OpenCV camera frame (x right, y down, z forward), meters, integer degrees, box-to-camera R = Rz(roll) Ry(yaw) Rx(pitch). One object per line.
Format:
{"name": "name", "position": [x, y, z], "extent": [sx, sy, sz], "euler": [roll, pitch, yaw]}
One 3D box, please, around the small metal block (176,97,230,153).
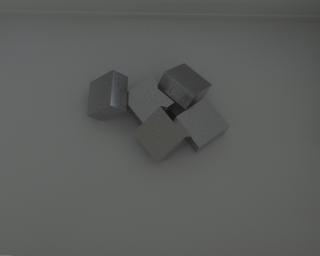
{"name": "small metal block", "position": [0.055, -0.004, 0.410], "extent": [0.050, 0.025, 0.050], "euler": [-34, 74, -12]}

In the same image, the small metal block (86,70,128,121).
{"name": "small metal block", "position": [-0.069, -0.042, 0.408], "extent": [0.050, 0.025, 0.050], "euler": [-17, 63, 40]}

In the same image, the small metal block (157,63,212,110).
{"name": "small metal block", "position": [0.034, -0.057, 0.417], "extent": [0.050, 0.025, 0.050], "euler": [41, 40, 13]}

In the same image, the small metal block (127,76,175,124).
{"name": "small metal block", "position": [-0.016, -0.034, 0.420], "extent": [0.050, 0.025, 0.050], "euler": [-36, 74, -13]}

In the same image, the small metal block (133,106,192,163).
{"name": "small metal block", "position": [0.003, 0.008, 0.393], "extent": [0.050, 0.025, 0.050], "euler": [-44, 73, 18]}
